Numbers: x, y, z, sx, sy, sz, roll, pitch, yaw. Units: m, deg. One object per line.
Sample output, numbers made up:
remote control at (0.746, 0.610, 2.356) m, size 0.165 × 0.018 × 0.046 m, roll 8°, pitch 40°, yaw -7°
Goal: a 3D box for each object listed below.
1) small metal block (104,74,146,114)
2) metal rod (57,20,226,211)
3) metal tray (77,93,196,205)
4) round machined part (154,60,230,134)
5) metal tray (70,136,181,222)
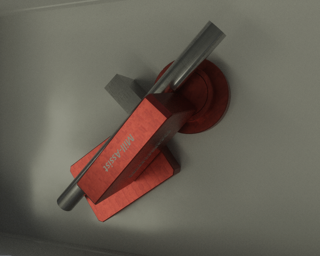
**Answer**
small metal block at (-0.037, -0.042, 0.408) m, size 0.025 × 0.050 × 0.050 m, roll -46°, pitch 76°, yaw 14°
metal rod at (-0.034, -0.002, 0.378) m, size 0.025 × 0.025 × 0.299 m, roll 47°, pitch 108°, yaw 14°
metal tray at (-0.023, 0.019, 0.341) m, size 0.030 × 0.090 × 0.129 m, roll 44°, pitch 110°, yaw 11°
round machined part at (0.036, -0.041, 0.386) m, size 0.098 × 0.042 × 0.097 m, roll 0°, pitch 90°, yaw 19°
metal tray at (-0.049, 0.056, 0.423) m, size 0.130 × 0.030 × 0.090 m, roll -36°, pitch 79°, yaw 16°
